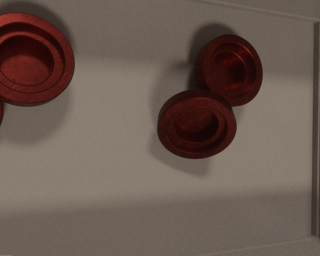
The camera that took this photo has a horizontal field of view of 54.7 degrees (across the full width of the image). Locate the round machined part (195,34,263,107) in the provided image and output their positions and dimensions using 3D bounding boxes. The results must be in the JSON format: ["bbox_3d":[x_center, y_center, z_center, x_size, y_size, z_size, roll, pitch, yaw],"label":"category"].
[{"bbox_3d":[0.091,-0.077,0.434,0.099,0.042,0.097,1,86,-23],"label":"round machined part"}]

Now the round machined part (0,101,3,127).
[{"bbox_3d":[-0.217,-0.019,0.318,0.099,0.042,0.097,0,90,-24],"label":"round machined part"}]

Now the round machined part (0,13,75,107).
[{"bbox_3d":[-0.148,-0.071,0.340,0.099,0.042,0.097,5,80,-30],"label":"round machined part"}]

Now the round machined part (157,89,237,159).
[{"bbox_3d":[0.047,-0.009,0.402,0.099,0.042,0.097,1,128,1],"label":"round machined part"}]
